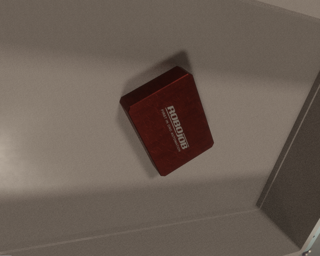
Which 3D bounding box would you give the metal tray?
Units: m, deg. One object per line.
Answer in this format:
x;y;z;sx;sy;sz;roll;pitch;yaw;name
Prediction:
0.014;-0.005;0.412;0.090;0.030;0.130;-31;129;-9;metal tray
